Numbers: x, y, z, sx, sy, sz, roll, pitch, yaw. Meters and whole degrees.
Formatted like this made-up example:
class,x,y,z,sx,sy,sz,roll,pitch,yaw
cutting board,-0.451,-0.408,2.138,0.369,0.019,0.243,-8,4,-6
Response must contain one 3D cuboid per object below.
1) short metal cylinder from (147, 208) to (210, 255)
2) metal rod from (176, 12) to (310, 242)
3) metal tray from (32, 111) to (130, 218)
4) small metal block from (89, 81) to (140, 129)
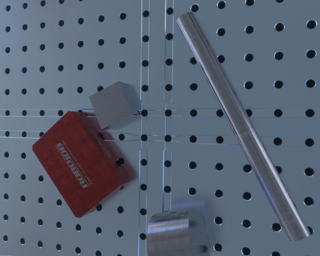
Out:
class,x,y,z,sx,sy,sz,roll,pitch,yaw
short metal cylinder,0.024,0.141,0.374,0.050,0.080,0.080,-14,85,19
metal rod,0.096,-0.009,0.378,0.025,0.025,0.299,-28,81,17
metal tray,-0.117,0.051,0.450,0.090,0.030,0.130,-40,78,15
small metal block,-0.064,-0.031,0.434,0.050,0.025,0.050,-25,82,18
